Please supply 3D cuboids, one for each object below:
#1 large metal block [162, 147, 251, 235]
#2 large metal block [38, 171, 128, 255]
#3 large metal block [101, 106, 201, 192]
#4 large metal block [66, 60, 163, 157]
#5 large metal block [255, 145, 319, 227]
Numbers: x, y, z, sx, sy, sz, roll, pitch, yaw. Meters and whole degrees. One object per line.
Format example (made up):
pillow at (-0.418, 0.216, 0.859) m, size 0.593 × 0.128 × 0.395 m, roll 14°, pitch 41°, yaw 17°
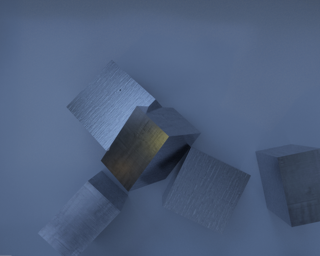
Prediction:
large metal block at (0.057, 0.076, 0.399) m, size 0.080 × 0.050 × 0.080 m, roll 26°, pitch 90°, yaw -1°
large metal block at (-0.089, 0.104, 0.383) m, size 0.050 × 0.080 × 0.080 m, roll 44°, pitch 90°, yaw 0°
large metal block at (-0.009, 0.022, 0.366) m, size 0.050 × 0.080 × 0.080 m, roll 44°, pitch 112°, yaw 22°
large metal block at (-0.052, -0.023, 0.385) m, size 0.080 × 0.050 × 0.080 m, roll -46°, pitch 68°, yaw 0°
large metal block at (0.163, 0.066, 0.385) m, size 0.050 × 0.080 × 0.080 m, roll -12°, pitch 90°, yaw 0°
